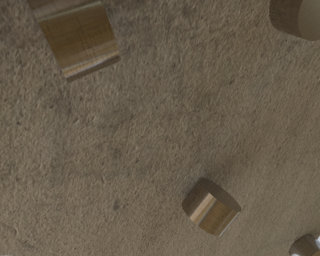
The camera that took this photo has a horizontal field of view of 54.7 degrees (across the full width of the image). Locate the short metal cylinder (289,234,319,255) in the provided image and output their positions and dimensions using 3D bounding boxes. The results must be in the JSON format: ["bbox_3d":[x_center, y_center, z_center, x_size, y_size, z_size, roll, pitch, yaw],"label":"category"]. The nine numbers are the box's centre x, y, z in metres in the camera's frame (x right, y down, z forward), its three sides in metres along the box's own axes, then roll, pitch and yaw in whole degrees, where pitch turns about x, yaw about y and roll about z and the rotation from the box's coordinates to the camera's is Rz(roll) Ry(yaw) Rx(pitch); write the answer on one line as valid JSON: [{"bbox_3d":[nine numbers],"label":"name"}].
[{"bbox_3d":[0.386,0.324,0.808,0.081,0.050,0.079,-14,125,-21],"label":"short metal cylinder"}]

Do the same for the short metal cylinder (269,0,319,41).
[{"bbox_3d":[0.190,-0.158,0.399,0.081,0.050,0.079,-14,125,-21],"label":"short metal cylinder"}]

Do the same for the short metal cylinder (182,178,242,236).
[{"bbox_3d":[0.082,0.125,0.495,0.080,0.080,0.050,27,104,-38],"label":"short metal cylinder"}]

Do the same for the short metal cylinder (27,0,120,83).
[{"bbox_3d":[-0.077,-0.087,0.276,0.050,0.080,0.080,-27,128,-12],"label":"short metal cylinder"}]
